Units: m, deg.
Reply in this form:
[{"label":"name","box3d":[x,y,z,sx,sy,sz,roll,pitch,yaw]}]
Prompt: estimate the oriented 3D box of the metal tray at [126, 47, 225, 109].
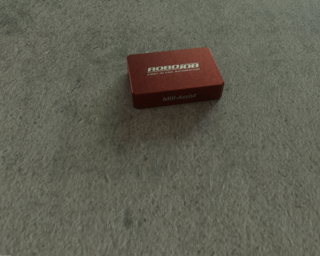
[{"label":"metal tray","box3d":[0.020,-0.077,0.465,0.131,0.030,0.090,-7,50,-6]}]
